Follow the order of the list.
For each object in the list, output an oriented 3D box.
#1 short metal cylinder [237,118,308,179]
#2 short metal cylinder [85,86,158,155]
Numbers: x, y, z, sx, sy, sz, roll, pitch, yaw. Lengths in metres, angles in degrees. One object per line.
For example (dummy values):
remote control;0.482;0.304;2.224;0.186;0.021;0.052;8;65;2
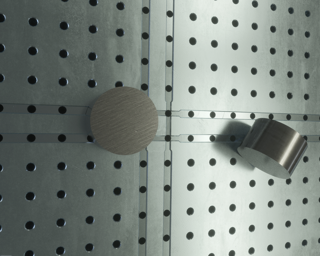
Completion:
short metal cylinder;0.159;0.029;0.442;0.080;0.080;0.050;38;78;-16
short metal cylinder;-0.048;-0.009;0.381;0.081;0.050;0.079;0;90;-20
